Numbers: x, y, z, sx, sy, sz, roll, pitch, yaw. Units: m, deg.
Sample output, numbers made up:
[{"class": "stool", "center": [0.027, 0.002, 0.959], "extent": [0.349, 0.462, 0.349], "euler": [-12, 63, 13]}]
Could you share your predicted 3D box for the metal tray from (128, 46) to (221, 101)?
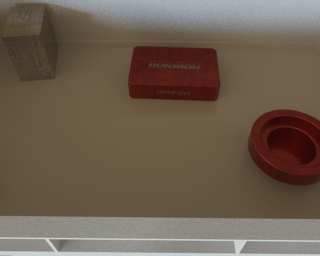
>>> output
[{"class": "metal tray", "center": [0.022, -0.085, 0.474], "extent": [0.131, 0.030, 0.090], "euler": [2, 50, 1]}]

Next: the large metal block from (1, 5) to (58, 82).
[{"class": "large metal block", "center": [-0.195, -0.130, 0.476], "extent": [0.050, 0.080, 0.080], "euler": [-6, 51, -6]}]

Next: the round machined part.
[{"class": "round machined part", "center": [0.156, 0.027, 0.374], "extent": [0.099, 0.042, 0.098], "euler": [0, 50, 0]}]
